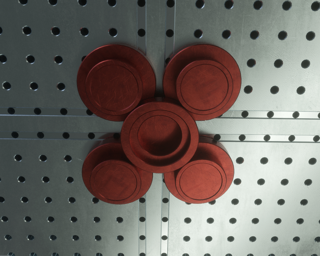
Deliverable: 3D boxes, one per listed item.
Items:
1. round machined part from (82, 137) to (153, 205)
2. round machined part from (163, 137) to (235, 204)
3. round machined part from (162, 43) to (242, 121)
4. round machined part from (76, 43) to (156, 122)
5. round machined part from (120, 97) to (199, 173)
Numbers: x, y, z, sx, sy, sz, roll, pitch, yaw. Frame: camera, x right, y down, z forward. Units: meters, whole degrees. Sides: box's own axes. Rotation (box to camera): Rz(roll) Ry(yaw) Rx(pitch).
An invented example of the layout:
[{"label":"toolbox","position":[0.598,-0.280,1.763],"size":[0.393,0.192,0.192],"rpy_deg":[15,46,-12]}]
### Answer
[{"label":"round machined part","position":[-0.059,0.065,0.428],"size":[0.099,0.042,0.097],"rpy_deg":[0,110,-1]},{"label":"round machined part","position":[0.054,0.064,0.428],"size":[0.099,0.042,0.097],"rpy_deg":[0,110,-1]},{"label":"round machined part","position":[0.052,-0.054,0.384],"size":[0.099,0.042,0.097],"rpy_deg":[0,110,-1]},{"label":"round machined part","position":[-0.054,-0.053,0.383],"size":[0.099,0.042,0.097],"rpy_deg":[0,110,-1]},{"label":"round machined part","position":[0.000,0.006,0.405],"size":[0.099,0.042,0.097],"rpy_deg":[0,110,-1]}]
